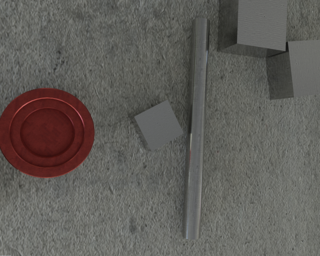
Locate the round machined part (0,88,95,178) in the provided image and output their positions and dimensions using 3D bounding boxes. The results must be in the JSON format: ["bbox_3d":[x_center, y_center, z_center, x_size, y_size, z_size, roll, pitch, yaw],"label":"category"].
[{"bbox_3d":[-0.128,0.005,0.353,0.099,0.042,0.097,0,90,-21],"label":"round machined part"}]

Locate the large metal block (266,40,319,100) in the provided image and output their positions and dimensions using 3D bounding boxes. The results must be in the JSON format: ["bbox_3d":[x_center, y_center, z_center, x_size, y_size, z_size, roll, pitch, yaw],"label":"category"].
[{"bbox_3d":[0.215,-0.089,0.477,0.081,0.050,0.079,-9,93,-20],"label":"large metal block"}]

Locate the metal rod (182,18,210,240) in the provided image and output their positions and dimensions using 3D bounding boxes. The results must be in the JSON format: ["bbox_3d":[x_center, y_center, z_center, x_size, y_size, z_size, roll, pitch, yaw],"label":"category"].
[{"bbox_3d":[0.050,0.000,0.428,0.025,0.025,0.298,3,89,-20],"label":"metal rod"}]

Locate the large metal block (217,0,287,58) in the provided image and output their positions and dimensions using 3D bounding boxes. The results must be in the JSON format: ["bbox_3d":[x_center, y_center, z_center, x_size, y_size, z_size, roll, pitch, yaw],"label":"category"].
[{"bbox_3d":[0.132,-0.150,0.446,0.081,0.050,0.079,2,89,-20],"label":"large metal block"}]

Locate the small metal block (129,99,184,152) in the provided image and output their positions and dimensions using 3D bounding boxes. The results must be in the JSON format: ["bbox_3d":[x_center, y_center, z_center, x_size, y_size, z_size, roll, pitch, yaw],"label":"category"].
[{"bbox_3d":[-0.005,-0.004,0.408,0.050,0.025,0.050,-29,100,-18],"label":"small metal block"}]
